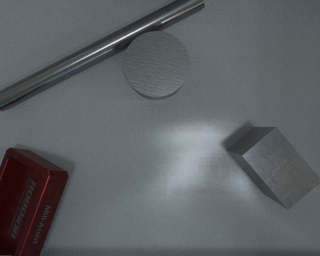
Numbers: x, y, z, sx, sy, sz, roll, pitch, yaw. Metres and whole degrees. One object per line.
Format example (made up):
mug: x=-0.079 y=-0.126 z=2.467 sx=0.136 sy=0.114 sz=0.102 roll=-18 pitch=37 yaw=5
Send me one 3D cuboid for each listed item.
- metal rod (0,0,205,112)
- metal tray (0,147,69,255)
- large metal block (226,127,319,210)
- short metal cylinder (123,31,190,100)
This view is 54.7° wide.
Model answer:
metal rod: x=-0.080 y=-0.102 z=0.410 sx=0.301 sy=0.025 sz=0.025 roll=-27 pitch=90 yaw=-1
metal tray: x=-0.174 y=0.100 z=0.384 sx=0.090 sy=0.030 sz=0.129 roll=20 pitch=90 yaw=32
large metal block: x=0.136 y=0.045 z=0.386 sx=0.050 sy=0.080 sz=0.080 roll=-40 pitch=91 yaw=0
short metal cylinder: x=-0.004 y=-0.078 z=0.399 sx=0.081 sy=0.050 sz=0.079 roll=0 pitch=90 yaw=-1
